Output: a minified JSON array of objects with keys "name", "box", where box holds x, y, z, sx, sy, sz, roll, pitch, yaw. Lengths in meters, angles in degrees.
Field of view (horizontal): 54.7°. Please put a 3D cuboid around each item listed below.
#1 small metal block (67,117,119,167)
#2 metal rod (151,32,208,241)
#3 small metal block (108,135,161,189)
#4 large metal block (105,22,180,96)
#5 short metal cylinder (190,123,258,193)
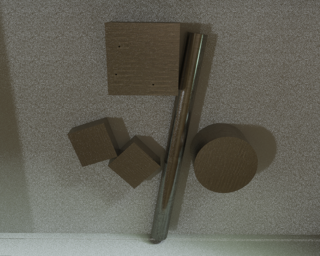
[{"name":"small metal block","box":[-0.088,0.019,0.417,0.050,0.025,0.050,-17,110,5]},{"name":"metal rod","box":[0.022,0.025,0.420,0.025,0.025,0.298,8,110,-4]},{"name":"small metal block","box":[-0.035,0.047,0.428,0.050,0.025,0.050,-42,105,13]},{"name":"large metal block","box":[-0.019,-0.083,0.367,0.081,0.050,0.079,0,110,-1]},{"name":"short metal cylinder","box":[0.083,0.039,0.414,0.081,0.050,0.079,0,110,-1]}]
